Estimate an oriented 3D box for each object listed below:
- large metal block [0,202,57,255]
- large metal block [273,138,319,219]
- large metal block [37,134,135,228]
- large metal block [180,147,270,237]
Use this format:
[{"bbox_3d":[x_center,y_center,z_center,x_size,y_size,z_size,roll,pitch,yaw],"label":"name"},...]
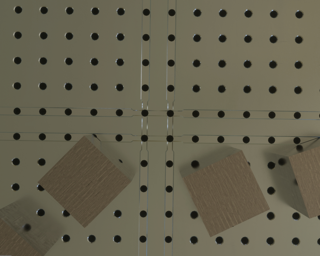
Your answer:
[{"bbox_3d":[-0.198,0.158,0.400,0.080,0.050,0.080,43,90,0],"label":"large metal block"},{"bbox_3d":[0.207,0.060,0.402,0.080,0.050,0.080,-19,90,0],"label":"large metal block"},{"bbox_3d":[-0.091,0.065,0.400,0.080,0.050,0.080,45,90,0],"label":"large metal block"},{"bbox_3d":[0.081,0.080,0.401,0.080,0.050,0.080,-25,90,0],"label":"large metal block"}]
